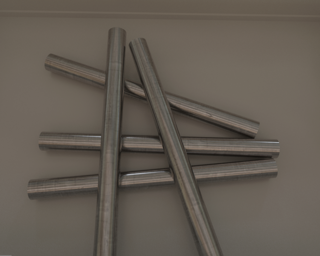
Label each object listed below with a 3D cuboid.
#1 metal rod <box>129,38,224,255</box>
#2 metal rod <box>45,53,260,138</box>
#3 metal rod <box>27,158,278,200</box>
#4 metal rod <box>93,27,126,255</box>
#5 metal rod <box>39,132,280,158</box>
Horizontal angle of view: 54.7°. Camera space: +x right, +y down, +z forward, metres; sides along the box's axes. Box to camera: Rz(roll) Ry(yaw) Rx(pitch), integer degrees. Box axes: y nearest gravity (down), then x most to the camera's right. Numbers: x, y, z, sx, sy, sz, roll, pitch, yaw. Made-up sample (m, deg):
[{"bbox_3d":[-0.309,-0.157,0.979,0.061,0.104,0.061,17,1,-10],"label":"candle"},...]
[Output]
[{"bbox_3d":[0.015,0.019,0.375,0.025,0.025,0.299,-17,71,-6],"label":"metal rod"},{"bbox_3d":[-0.015,-0.045,0.424,0.301,0.025,0.025,19,71,6],"label":"metal rod"},{"bbox_3d":[-0.007,0.063,0.385,0.302,0.025,0.025,-5,70,-2],"label":"metal rod"},{"bbox_3d":[-0.059,0.009,0.377,0.025,0.025,0.299,0,70,0],"label":"metal rod"},{"bbox_3d":[-0.001,0.022,0.400,0.302,0.025,0.025,2,70,0],"label":"metal rod"}]
